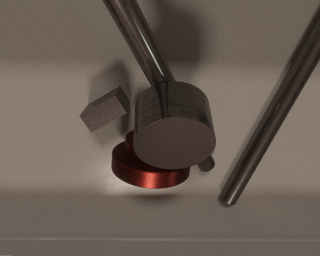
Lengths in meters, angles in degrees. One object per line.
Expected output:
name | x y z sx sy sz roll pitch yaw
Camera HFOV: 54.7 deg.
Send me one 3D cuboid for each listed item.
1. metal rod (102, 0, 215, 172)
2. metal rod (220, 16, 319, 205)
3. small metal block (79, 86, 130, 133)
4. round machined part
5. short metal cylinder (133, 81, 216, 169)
metal rod | 0.007 -0.042 0.330 0.025 0.025 0.299 -24 134 8
metal rod | 0.156 -0.025 0.404 0.025 0.025 0.298 21 109 -8
small metal block | -0.067 -0.025 0.388 0.050 0.050 0.025 -29 108 10
round machined part | -0.009 0.031 0.384 0.099 0.098 0.042 5 111 -2
short metal cylinder | 0.014 -0.001 0.318 0.081 0.050 0.080 -1 137 -1
